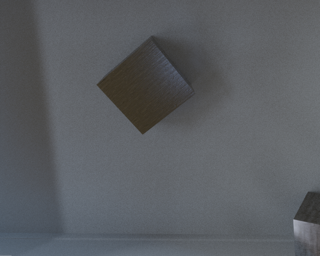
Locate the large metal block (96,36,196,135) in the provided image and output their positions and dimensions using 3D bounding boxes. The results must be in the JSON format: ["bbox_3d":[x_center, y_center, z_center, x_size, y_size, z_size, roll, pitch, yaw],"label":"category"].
[{"bbox_3d":[-0.016,-0.053,0.378,0.080,0.050,0.080,-38,106,13],"label":"large metal block"}]

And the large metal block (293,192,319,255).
[{"bbox_3d":[0.223,0.146,0.426,0.050,0.081,0.079,3,109,38],"label":"large metal block"}]
